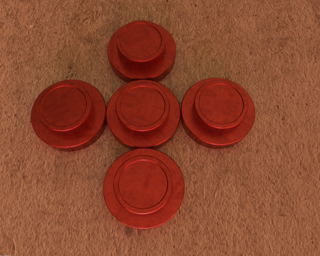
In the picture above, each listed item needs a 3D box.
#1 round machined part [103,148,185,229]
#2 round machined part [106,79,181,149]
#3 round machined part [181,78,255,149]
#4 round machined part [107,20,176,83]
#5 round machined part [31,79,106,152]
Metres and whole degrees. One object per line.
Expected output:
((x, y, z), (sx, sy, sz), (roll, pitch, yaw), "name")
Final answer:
((-0.019, 0.071, 0.374), (0.099, 0.042, 0.098), (0, 70, -1), "round machined part")
((-0.022, -0.021, 0.408), (0.099, 0.042, 0.098), (0, 70, -1), "round machined part")
((0.077, -0.024, 0.410), (0.099, 0.042, 0.098), (0, 70, -1), "round machined part")
((-0.026, -0.113, 0.442), (0.099, 0.042, 0.098), (0, 70, -1), "round machined part")
((-0.120, -0.021, 0.407), (0.099, 0.042, 0.098), (0, 70, -1), "round machined part")
